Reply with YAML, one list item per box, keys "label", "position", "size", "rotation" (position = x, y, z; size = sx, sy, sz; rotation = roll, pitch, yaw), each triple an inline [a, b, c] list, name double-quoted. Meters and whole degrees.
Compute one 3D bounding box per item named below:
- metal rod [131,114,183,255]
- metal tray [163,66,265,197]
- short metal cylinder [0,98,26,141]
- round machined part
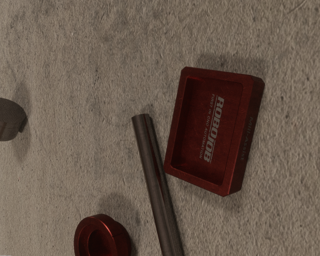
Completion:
- label: "metal rod"
  position: [0.008, 0.127, 0.396]
  size: [0.025, 0.025, 0.299]
  rotation: [-22, 76, 37]
- label: "metal tray"
  position: [0.057, 0.001, 0.352]
  size: [0.090, 0.030, 0.129]
  rotation: [17, 101, 38]
- label: "short metal cylinder"
  position: [-0.325, -0.018, 0.633]
  size: [0.080, 0.081, 0.050]
  rotation: [50, 119, 28]
- label: "round machined part"
  position: [-0.081, 0.176, 0.458]
  size: [0.098, 0.042, 0.097]
  rotation: [0, 90, 39]
